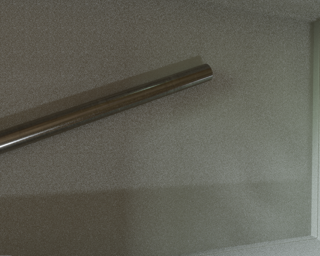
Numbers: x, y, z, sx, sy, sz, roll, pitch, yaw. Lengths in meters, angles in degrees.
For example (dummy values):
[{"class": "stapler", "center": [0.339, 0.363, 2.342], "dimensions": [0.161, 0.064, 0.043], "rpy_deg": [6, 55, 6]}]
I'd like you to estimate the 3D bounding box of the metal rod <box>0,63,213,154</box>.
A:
[{"class": "metal rod", "center": [-0.066, -0.027, 0.386], "dimensions": [0.302, 0.025, 0.025], "rpy_deg": [-21, 98, -19]}]
